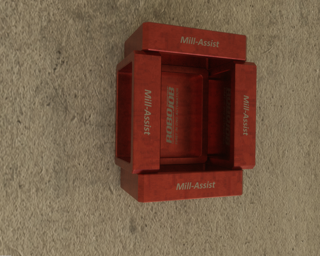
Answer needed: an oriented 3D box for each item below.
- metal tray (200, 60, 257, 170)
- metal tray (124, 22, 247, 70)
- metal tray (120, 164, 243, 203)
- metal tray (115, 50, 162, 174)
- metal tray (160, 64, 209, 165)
[{"bbox_3d":[0.086,-0.015,0.408,0.030,0.090,0.129,1,90,-20],"label":"metal tray"},{"bbox_3d":[0.029,-0.096,0.387,0.131,0.090,0.030,1,90,-20],"label":"metal tray"},{"bbox_3d":[0.024,0.064,0.385,0.131,0.090,0.030,1,90,-20],"label":"metal tray"},{"bbox_3d":[-0.028,-0.017,0.365,0.030,0.090,0.129,1,90,-20],"label":"metal tray"},{"bbox_3d":[0.018,-0.017,0.415,0.091,0.030,0.129,1,90,-21],"label":"metal tray"}]
